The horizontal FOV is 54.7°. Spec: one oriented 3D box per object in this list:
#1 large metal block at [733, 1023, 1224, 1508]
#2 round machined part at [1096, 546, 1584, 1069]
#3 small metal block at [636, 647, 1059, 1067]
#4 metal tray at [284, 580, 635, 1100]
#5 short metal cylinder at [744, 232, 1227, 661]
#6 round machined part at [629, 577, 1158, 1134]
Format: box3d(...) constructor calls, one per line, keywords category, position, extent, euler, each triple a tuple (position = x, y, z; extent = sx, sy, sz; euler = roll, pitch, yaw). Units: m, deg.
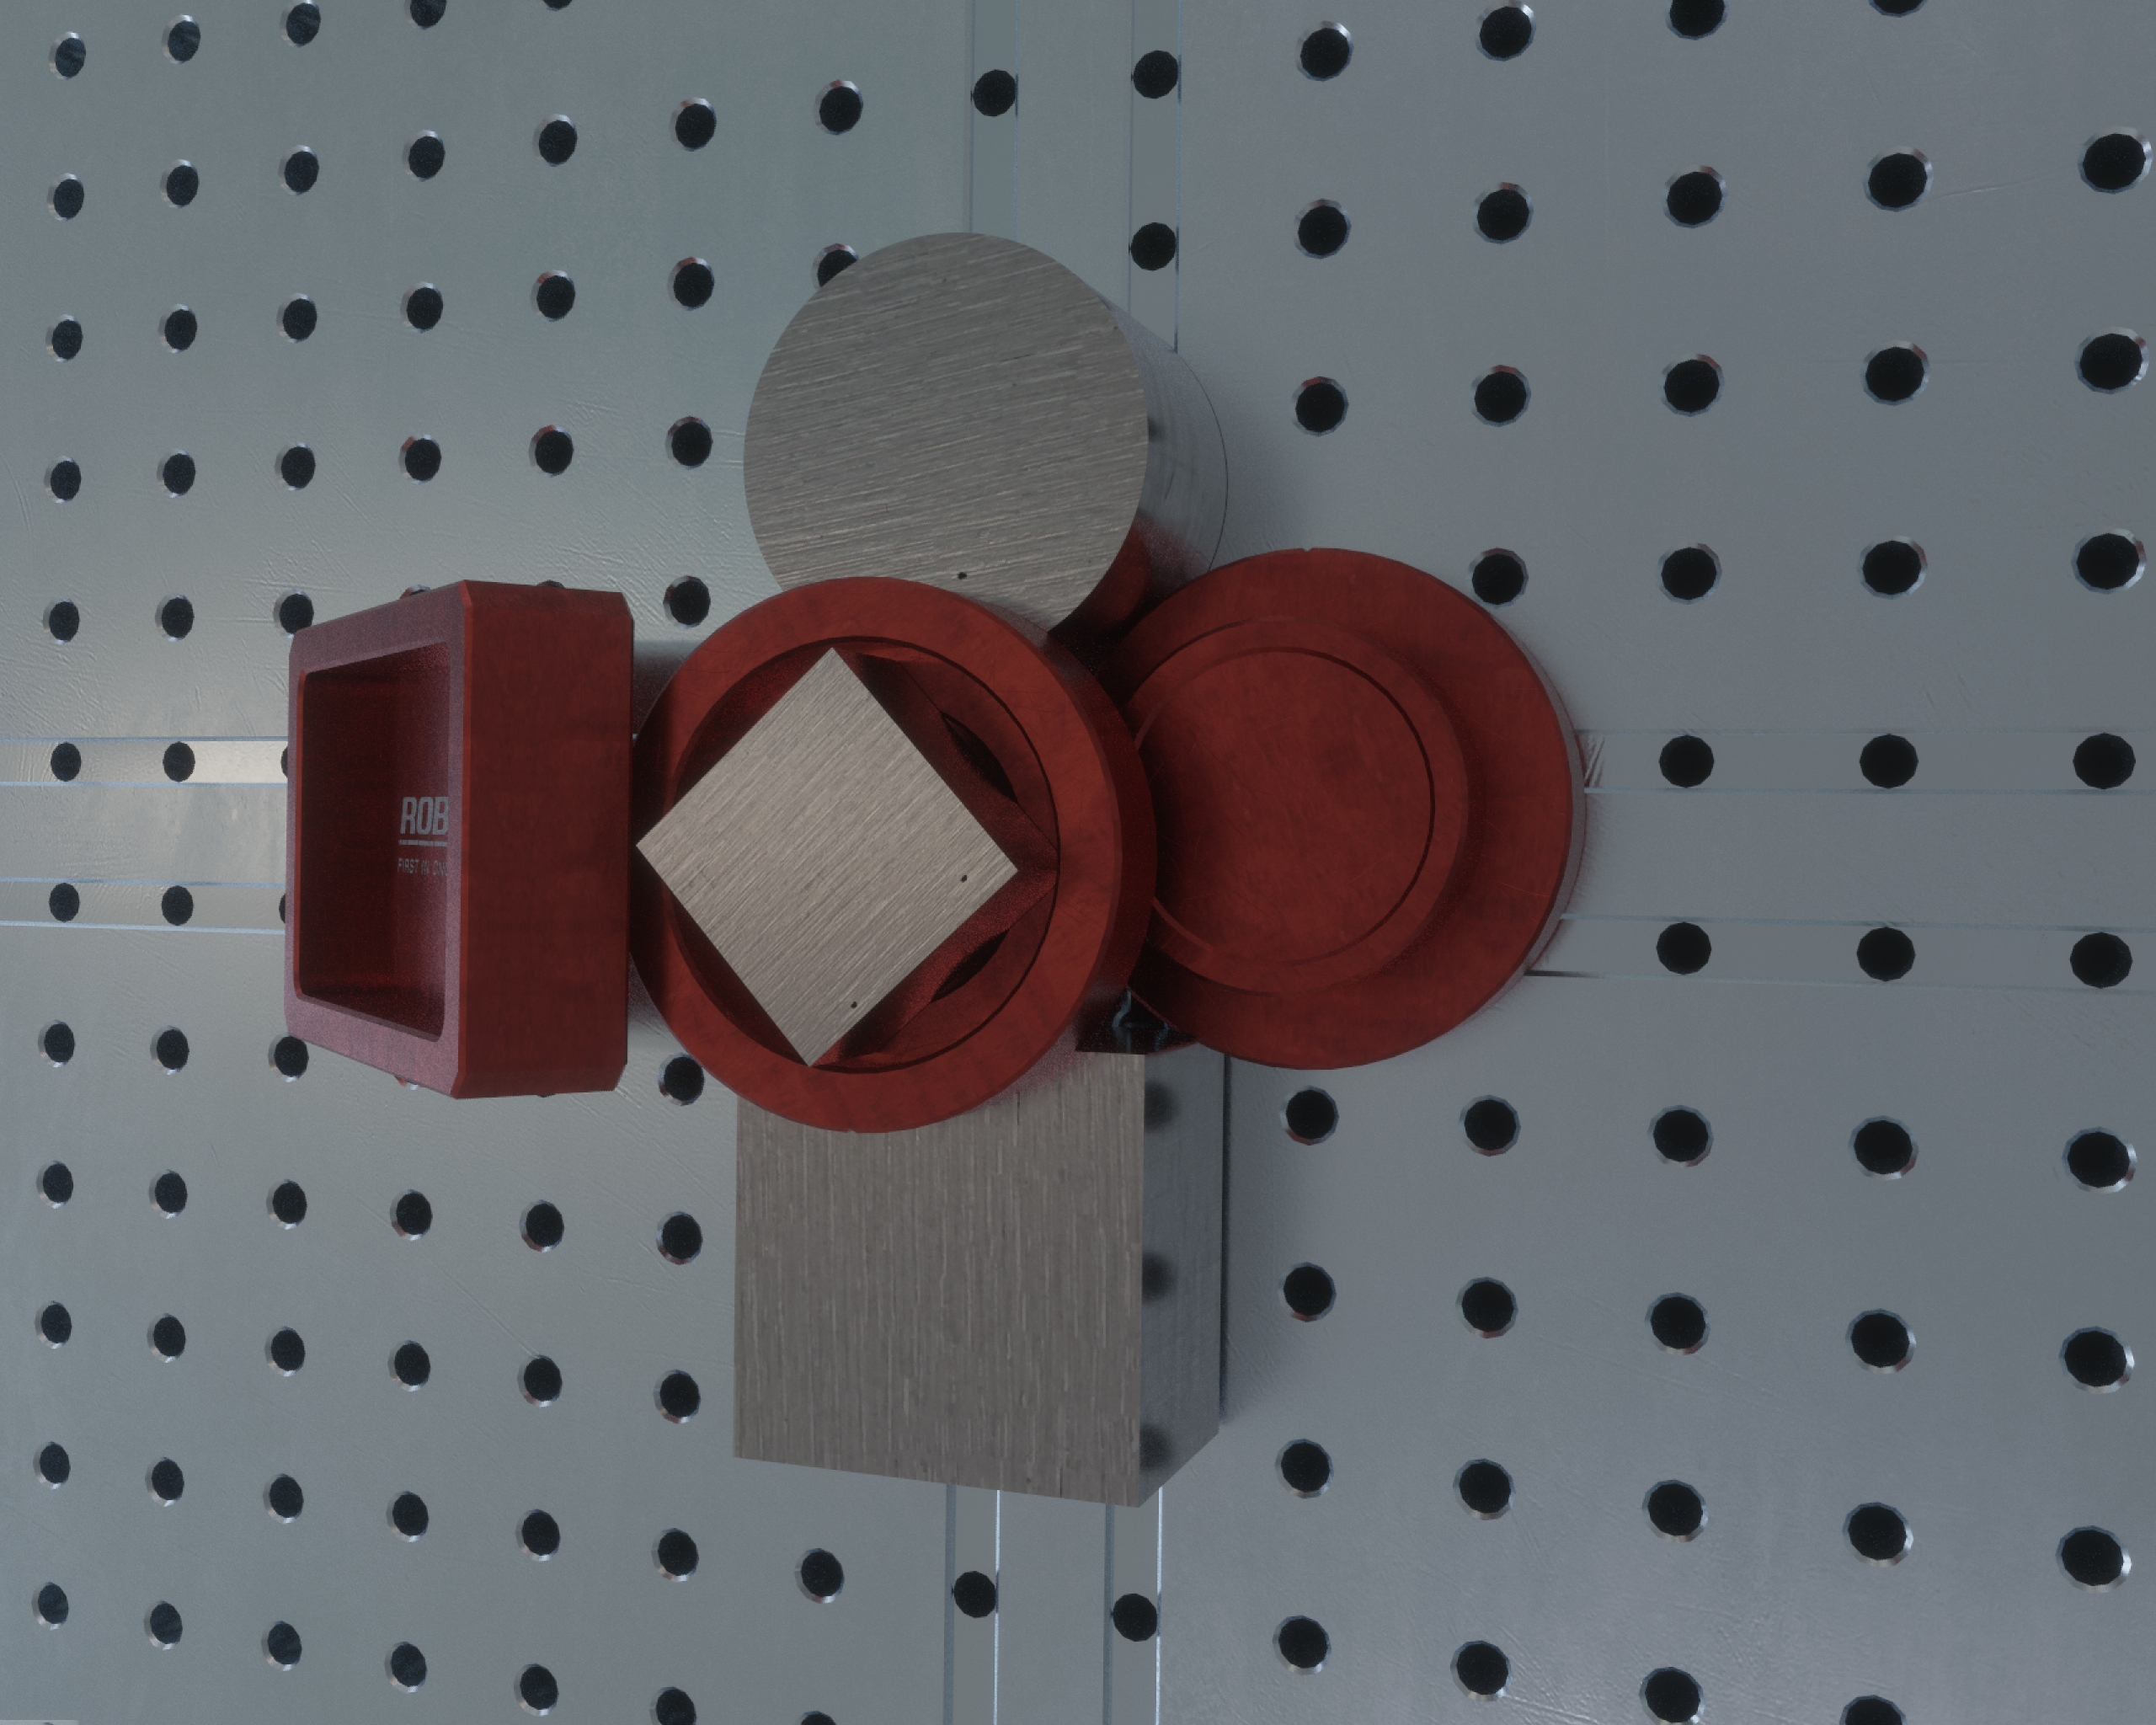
box3d(category="large metal block", position=(-0.018, 0.073, 0.402), extent=(0.080, 0.050, 0.080), euler=(1, 90, 20))
box3d(category="round machined part", position=(0.042, -0.010, 0.387), extent=(0.098, 0.042, 0.097), euler=(0, 90, 20))
box3d(category="small metal block", position=(-0.039, -0.001, 0.360), extent=(0.050, 0.025, 0.050), euler=(-43, 77, 15))
box3d(category="metal tray", position=(-0.127, -0.005, 0.416), extent=(0.130, 0.030, 0.089), euler=(2, 91, 57))
box3d(category="short metal cylinder", position=(-0.017, -0.075, 0.405), extent=(0.080, 0.050, 0.080), euler=(0, 90, 20))
box3d(category="round machined part", position=(-0.032, -0.001, 0.384), extent=(0.098, 0.042, 0.097), euler=(0, 90, 20))
